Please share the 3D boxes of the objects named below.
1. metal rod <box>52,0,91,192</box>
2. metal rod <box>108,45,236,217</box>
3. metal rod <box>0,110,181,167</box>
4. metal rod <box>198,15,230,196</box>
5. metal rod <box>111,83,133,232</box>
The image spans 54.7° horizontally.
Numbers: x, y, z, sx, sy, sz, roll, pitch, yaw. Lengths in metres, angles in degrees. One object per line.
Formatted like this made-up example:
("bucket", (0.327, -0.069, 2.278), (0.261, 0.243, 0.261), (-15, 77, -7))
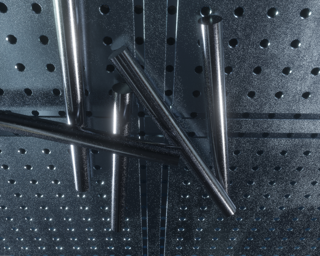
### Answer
("metal rod", (-0.106, -0.022, 0.391), (0.025, 0.025, 0.298), (4, 130, -4))
("metal rod", (0.031, 0.023, 0.413), (0.025, 0.025, 0.300), (-25, 121, 19))
("metal rod", (-0.124, 0.005, 0.383), (0.302, 0.025, 0.025), (12, 130, 2))
("metal rod", (0.077, 0.001, 0.413), (0.025, 0.025, 0.298), (-8, 130, 6))
("metal rod", (-0.060, 0.065, 0.466), (0.025, 0.025, 0.298), (4, 130, -4))
